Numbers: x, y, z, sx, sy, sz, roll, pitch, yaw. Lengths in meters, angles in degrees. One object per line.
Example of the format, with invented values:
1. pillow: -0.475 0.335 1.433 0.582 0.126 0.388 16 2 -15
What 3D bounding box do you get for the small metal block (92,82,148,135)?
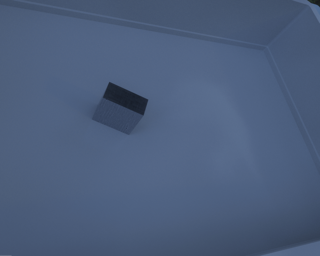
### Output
1. small metal block: -0.049 -0.022 0.376 0.050 0.050 0.025 24 53 -14
